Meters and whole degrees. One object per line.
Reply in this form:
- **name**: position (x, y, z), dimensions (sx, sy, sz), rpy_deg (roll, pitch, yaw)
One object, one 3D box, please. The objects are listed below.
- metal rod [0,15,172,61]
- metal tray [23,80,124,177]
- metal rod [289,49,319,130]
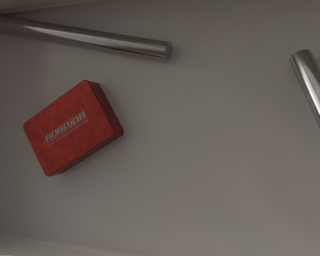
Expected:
- **metal rod**: position (-0.127, -0.136, 0.453), dimensions (0.301, 0.025, 0.025), rpy_deg (14, 95, 19)
- **metal tray**: position (-0.128, 0.002, 0.452), dimensions (0.130, 0.030, 0.090), rpy_deg (-32, 80, 16)
- **metal rod**: position (0.183, 0.048, 0.285), dimensions (0.025, 0.025, 0.299), rpy_deg (-20, 60, 18)
